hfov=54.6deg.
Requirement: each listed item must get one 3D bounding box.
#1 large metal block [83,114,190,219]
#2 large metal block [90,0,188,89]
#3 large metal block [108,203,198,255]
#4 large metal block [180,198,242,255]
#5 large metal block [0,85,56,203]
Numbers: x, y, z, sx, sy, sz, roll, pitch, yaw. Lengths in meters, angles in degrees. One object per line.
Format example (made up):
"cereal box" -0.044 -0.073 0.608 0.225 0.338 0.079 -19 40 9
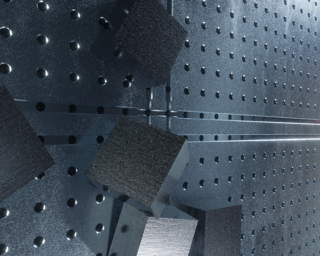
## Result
"large metal block" -0.022 0.042 0.345 0.080 0.080 0.050 -60 158 -23
"large metal block" -0.023 -0.104 0.373 0.080 0.050 0.080 37 68 -34
"large metal block" -0.009 0.139 0.377 0.080 0.050 0.080 18 88 -39
"large metal block" 0.074 0.151 0.454 0.081 0.050 0.080 4 88 -40
"large metal block" -0.153 0.020 0.264 0.080 0.050 0.080 -40 114 -33
